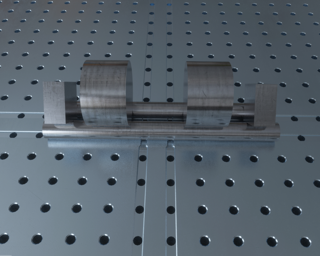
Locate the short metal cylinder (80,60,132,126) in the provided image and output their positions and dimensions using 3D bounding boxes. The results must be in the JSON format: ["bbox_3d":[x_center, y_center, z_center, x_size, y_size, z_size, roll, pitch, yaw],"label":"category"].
[{"bbox_3d":[-0.062,-0.042,0.379,0.050,0.080,0.080,1,50,0],"label":"short metal cylinder"}]

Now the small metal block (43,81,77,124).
[{"bbox_3d":[-0.124,-0.033,0.389,0.025,0.050,0.050,0,8,1],"label":"small metal block"}]

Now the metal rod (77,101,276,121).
[{"bbox_3d":[0.005,-0.023,0.427,0.302,0.025,0.025,1,50,0],"label":"metal rod"}]

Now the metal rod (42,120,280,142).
[{"bbox_3d":[0.002,0.003,0.405,0.302,0.025,0.025,1,50,0],"label":"metal rod"}]

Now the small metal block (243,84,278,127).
[{"bbox_3d":[0.124,-0.030,0.388,0.025,0.050,0.050,0,9,1],"label":"small metal block"}]

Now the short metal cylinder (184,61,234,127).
[{"bbox_3d":[0.056,-0.041,0.378,0.050,0.080,0.080,1,50,0],"label":"short metal cylinder"}]
